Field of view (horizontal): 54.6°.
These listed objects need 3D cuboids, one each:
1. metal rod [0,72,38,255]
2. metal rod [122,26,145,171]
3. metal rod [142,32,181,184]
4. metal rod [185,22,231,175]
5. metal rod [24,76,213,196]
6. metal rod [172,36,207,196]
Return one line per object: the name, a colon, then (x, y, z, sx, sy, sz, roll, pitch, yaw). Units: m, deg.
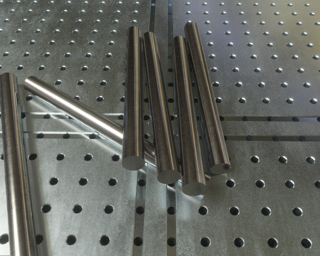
metal rod: (-0.177, 0.034, 0.378, 0.025, 0.025, 0.300, -16, 52, -13)
metal rod: (-0.037, -0.065, 0.442, 0.025, 0.025, 0.300, -3, 44, -2)
metal rod: (-0.005, -0.052, 0.432, 0.025, 0.025, 0.300, -4, 44, -4)
metal rod: (0.064, -0.066, 0.463, 0.025, 0.025, 0.300, -2, 50, -2)
metal rod: (-0.069, 0.000, 0.407, 0.300, 0.025, 0.025, 28, 56, 21)
metal rod: (0.034, -0.042, 0.424, 0.025, 0.025, 0.300, 0, 44, 0)
